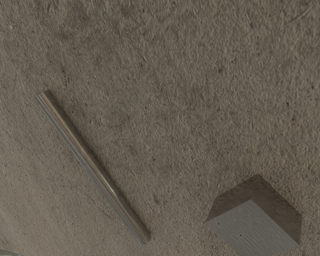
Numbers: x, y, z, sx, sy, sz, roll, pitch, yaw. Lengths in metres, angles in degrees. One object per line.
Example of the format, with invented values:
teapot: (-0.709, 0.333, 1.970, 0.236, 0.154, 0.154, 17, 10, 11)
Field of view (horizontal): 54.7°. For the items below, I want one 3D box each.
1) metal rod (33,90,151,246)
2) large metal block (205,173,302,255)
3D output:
metal rod: (-0.103, 0.072, 0.503, 0.025, 0.025, 0.299, -22, 107, 36)
large metal block: (0.121, 0.118, 0.400, 0.080, 0.050, 0.080, 44, 129, -3)
